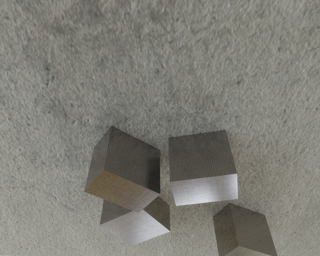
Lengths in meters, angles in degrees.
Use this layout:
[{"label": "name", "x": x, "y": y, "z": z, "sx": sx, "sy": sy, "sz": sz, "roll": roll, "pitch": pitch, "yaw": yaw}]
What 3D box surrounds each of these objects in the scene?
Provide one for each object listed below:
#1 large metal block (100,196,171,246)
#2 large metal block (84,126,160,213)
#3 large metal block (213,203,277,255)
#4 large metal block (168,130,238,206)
[{"label": "large metal block", "x": -0.039, "y": 0.144, "z": 0.513, "sx": 0.080, "sy": 0.050, "sz": 0.080, "roll": -28, "pitch": 125, "yaw": 21}, {"label": "large metal block", "x": -0.047, "y": 0.055, "z": 0.418, "sx": 0.080, "sy": 0.080, "sz": 0.050, "roll": 28, "pitch": 124, "yaw": -22}, {"label": "large metal block", "x": 0.144, "y": 0.186, "z": 0.532, "sx": 0.080, "sy": 0.080, "sz": 0.050, "roll": 23, "pitch": 126, "yaw": -19}, {"label": "large metal block", "x": 0.056, "y": 0.052, "z": 0.417, "sx": 0.080, "sy": 0.080, "sz": 0.050, "roll": -8, "pitch": 130, "yaw": 6}]
